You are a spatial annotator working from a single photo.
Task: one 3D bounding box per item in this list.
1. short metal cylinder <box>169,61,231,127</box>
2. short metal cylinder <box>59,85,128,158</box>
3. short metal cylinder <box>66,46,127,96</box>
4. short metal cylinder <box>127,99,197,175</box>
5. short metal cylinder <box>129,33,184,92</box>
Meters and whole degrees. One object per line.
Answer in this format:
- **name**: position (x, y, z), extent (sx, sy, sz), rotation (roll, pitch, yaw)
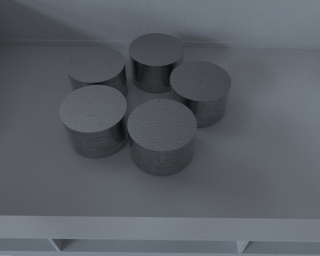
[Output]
- **short metal cylinder**: position (0.053, -0.048, 0.426), extent (0.080, 0.050, 0.080), rotation (0, 50, 0)
- **short metal cylinder**: position (-0.080, -0.009, 0.393), extent (0.080, 0.050, 0.080), rotation (0, 50, 0)
- **short metal cylinder**: position (-0.089, -0.074, 0.447), extent (0.080, 0.050, 0.080), rotation (0, 50, 0)
- **short metal cylinder**: position (0.003, 0.010, 0.377), extent (0.080, 0.050, 0.080), rotation (0, 50, 0)
- **short metal cylinder**: position (-0.005, -0.100, 0.470), extent (0.080, 0.050, 0.080), rotation (0, 50, 0)
